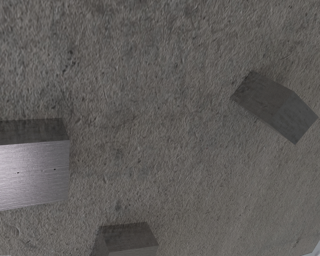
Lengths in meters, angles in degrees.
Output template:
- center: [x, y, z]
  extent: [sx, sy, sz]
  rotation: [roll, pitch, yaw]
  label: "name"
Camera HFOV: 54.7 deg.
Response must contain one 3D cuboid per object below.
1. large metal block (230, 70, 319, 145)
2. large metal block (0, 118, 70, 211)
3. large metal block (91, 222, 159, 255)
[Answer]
- center: [0.161, -0.030, 0.441]
  extent: [0.080, 0.080, 0.050]
  rotation: [28, 103, -38]
  label: "large metal block"
- center: [-0.145, 0.038, 0.335]
  extent: [0.081, 0.050, 0.079]
  rotation: [-4, 120, -27]
  label: "large metal block"
- center: [-0.058, 0.197, 0.481]
  extent: [0.081, 0.050, 0.079]
  rotation: [5, 116, -31]
  label: "large metal block"
